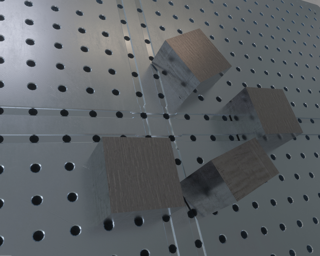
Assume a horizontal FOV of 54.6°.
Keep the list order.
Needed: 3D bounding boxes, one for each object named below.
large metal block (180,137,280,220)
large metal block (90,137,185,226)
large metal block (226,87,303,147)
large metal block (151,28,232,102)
[{"bbox_3d":[0.081,0.062,0.378,0.081,0.080,0.050,-21,73,-36],"label":"large metal block"},{"bbox_3d":[-0.027,0.057,0.342,0.081,0.050,0.080,2,61,-27],"label":"large metal block"},{"bbox_3d":[0.163,-0.016,0.489,0.081,0.050,0.080,-1,62,-29],"label":"large metal block"},{"bbox_3d":[0.049,-0.098,0.478,0.081,0.050,0.080,-31,79,-38],"label":"large metal block"}]
